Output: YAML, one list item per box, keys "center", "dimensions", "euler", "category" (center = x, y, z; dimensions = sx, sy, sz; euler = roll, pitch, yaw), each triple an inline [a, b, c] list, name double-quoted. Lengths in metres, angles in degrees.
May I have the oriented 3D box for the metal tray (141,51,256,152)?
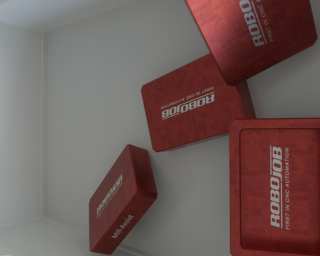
- center: [0.040, -0.028, 0.371]
  dimensions: [0.130, 0.030, 0.090]
  euler: [-19, 78, 38]
  category: "metal tray"

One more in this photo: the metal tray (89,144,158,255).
- center: [-0.056, 0.098, 0.424]
  dimensions: [0.129, 0.030, 0.090]
  euler: [-55, 30, 26]
  category: "metal tray"

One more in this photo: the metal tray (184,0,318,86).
- center: [0.073, -0.108, 0.264]
  dimensions: [0.090, 0.130, 0.030]
  euler: [-28, 38, 12]
  category: "metal tray"

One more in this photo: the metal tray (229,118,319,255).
- center: [0.112, 0.056, 0.288]
  dimensions: [0.090, 0.030, 0.129]
  euler: [0, 90, 15]
  category: "metal tray"
